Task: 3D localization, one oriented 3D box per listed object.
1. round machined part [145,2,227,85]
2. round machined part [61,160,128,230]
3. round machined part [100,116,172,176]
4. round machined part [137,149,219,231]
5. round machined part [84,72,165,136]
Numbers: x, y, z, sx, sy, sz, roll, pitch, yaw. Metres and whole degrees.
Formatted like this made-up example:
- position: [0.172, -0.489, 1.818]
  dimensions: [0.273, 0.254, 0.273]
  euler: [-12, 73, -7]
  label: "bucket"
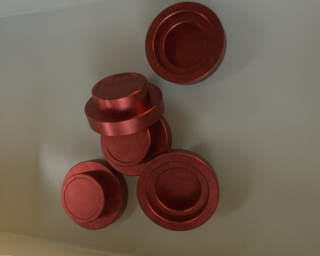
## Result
- position: [0.035, -0.102, 0.389]
  dimensions: [0.098, 0.042, 0.097]
  euler: [0, 90, 20]
  label: "round machined part"
- position: [-0.098, 0.095, 0.436]
  dimensions: [0.098, 0.042, 0.097]
  euler: [0, 90, 20]
  label: "round machined part"
- position: [-0.037, 0.016, 0.415]
  dimensions: [0.098, 0.042, 0.097]
  euler: [0, 90, 20]
  label: "round machined part"
- position: [0.024, 0.073, 0.386]
  dimensions: [0.098, 0.042, 0.097]
  euler: [1, 99, 9]
  label: "round machined part"
- position: [-0.046, -0.036, 0.385]
  dimensions: [0.098, 0.098, 0.042]
  euler: [3, 127, 20]
  label: "round machined part"
